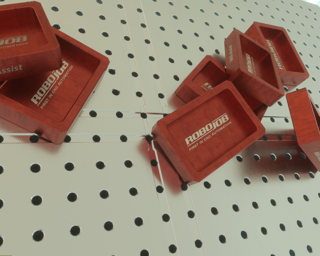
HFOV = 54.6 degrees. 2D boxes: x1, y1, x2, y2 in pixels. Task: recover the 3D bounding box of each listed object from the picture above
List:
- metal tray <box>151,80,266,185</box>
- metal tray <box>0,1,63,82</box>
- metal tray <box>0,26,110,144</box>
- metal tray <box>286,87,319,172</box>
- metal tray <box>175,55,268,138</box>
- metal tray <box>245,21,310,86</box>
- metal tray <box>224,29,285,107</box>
[{"bbox_3d":[0.066,0.003,0.413,0.131,0.030,0.090,-31,83,-23],"label":"metal tray"},{"bbox_3d":[-0.182,-0.090,0.331,0.131,0.030,0.090,-18,58,-21],"label":"metal tray"},{"bbox_3d":[-0.127,-0.056,0.370,0.090,0.030,0.130,28,52,-10],"label":"metal tray"},{"bbox_3d":[0.242,0.006,0.491,0.130,0.030,0.090,35,45,-44],"label":"metal tray"},{"bbox_3d":[0.099,-0.045,0.484,0.130,0.030,0.090,40,51,-1],"label":"metal tray"},{"bbox_3d":[0.233,-0.148,0.619,0.091,0.030,0.130,0,62,-28],"label":"metal tray"},{"bbox_3d":[0.155,-0.104,0.520,0.090,0.030,0.130,26,43,-17],"label":"metal tray"}]
